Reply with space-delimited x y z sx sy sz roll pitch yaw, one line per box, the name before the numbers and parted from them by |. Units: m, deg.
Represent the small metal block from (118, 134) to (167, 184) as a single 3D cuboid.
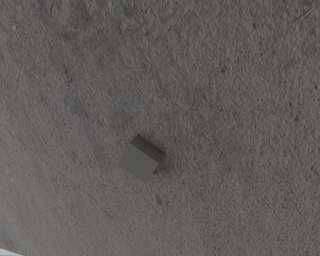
small metal block | -0.026 0.045 0.449 0.050 0.025 0.050 34 129 5
